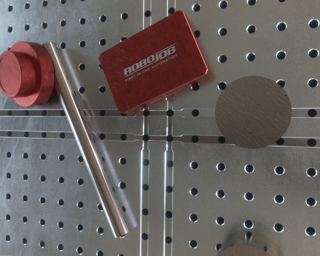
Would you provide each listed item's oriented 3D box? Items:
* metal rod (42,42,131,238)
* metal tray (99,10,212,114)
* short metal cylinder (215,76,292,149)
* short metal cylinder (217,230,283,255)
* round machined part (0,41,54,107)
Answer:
[{"bbox_3d":[-0.111,0.012,0.451,0.025,0.025,0.299,-26,81,18],"label":"metal rod"},{"bbox_3d":[-0.008,-0.083,0.413,0.130,0.030,0.090,-23,82,18],"label":"metal tray"},{"bbox_3d":[0.109,-0.017,0.361,0.080,0.050,0.080,0,90,20],"label":"short metal cylinder"},{"bbox_3d":[0.104,0.168,0.362,0.080,0.050,0.080,0,90,20],"label":"short metal cylinder"},{"bbox_3d":[-0.206,-0.080,0.462,0.098,0.042,0.097,6,101,35],"label":"round machined part"}]
